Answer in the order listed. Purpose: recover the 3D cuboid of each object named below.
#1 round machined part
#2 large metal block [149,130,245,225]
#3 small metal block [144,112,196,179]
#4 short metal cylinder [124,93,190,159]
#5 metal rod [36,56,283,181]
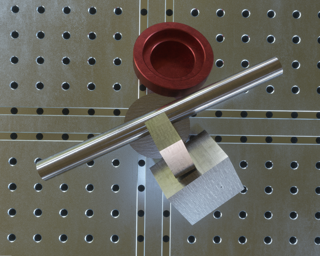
[{"bbox_3d":[0.015,-0.082,0.393,0.099,0.042,0.098,2,67,-6],"label":"round machined part"},{"bbox_3d":[0.047,0.062,0.379,0.080,0.050,0.080,-35,135,0],"label":"large metal block"},{"bbox_3d":[0.011,0.019,0.340,0.025,0.050,0.050,-29,132,0],"label":"small metal block"},{"bbox_3d":[-0.004,-0.003,0.400,0.081,0.050,0.079,0,90,-1],"label":"short metal cylinder"},{"bbox_3d":[0.000,-0.011,0.363,0.301,0.025,0.025,-24,90,-1],"label":"metal rod"}]
